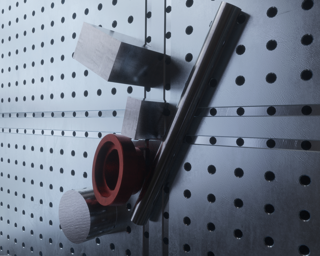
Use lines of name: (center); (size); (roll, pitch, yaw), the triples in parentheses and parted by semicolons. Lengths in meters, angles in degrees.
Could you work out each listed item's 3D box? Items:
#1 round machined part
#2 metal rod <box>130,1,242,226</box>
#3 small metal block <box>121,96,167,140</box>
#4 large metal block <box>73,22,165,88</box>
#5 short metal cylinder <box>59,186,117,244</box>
round machined part: (-0.055, 0.058, 0.430); (0.098, 0.042, 0.098); (-17, 68, 53)
metal rod: (0.024, -0.004, 0.387); (0.025, 0.025, 0.298); (35, 111, 34)
small metal block: (-0.020, -0.013, 0.408); (0.025, 0.050, 0.050); (19, 102, 38)
large metal block: (-0.055, -0.097, 0.417); (0.080, 0.081, 0.050); (35, 112, 34)
short metal cylinder: (-0.114, 0.133, 0.484); (0.080, 0.050, 0.079); (0, 90, 39)
